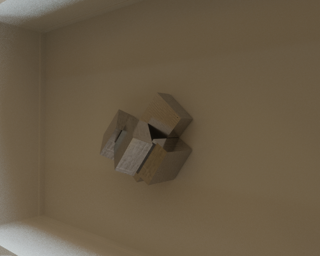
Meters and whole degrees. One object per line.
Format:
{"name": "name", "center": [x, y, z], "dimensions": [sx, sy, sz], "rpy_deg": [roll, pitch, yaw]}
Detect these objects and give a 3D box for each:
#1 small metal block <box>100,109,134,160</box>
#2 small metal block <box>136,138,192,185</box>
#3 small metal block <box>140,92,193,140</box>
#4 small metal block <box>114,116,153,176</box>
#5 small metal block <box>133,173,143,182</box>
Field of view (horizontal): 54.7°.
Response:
{"name": "small metal block", "center": [-0.060, 0.010, 0.436], "dimensions": [0.050, 0.025, 0.050], "rpy_deg": [-55, 20, 26]}
{"name": "small metal block", "center": [0.005, 0.040, 0.382], "dimensions": [0.025, 0.050, 0.050], "rpy_deg": [43, 116, 31]}
{"name": "small metal block", "center": [0.006, -0.010, 0.398], "dimensions": [0.050, 0.025, 0.050], "rpy_deg": [50, 119, 28]}
{"name": "small metal block", "center": [-0.035, 0.022, 0.383], "dimensions": [0.050, 0.025, 0.050], "rpy_deg": [-59, 23, 23]}
{"name": "small metal block", "center": [-0.024, 0.037, 0.422], "dimensions": [0.050, 0.025, 0.050], "rpy_deg": [50, 119, 28]}
